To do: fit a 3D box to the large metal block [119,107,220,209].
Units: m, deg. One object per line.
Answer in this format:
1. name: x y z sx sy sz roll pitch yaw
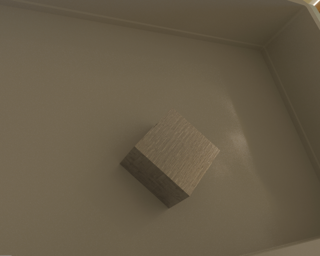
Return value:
1. large metal block: 0.013 0.035 0.377 0.080 0.050 0.080 42 51 0
